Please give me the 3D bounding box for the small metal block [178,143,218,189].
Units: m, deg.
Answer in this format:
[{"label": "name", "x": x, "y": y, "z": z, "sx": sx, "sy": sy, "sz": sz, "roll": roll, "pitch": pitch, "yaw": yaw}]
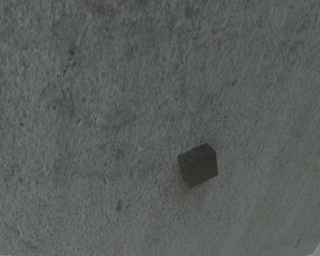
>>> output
[{"label": "small metal block", "x": 0.059, "y": 0.058, "z": 0.474, "sx": 0.050, "sy": 0.025, "sz": 0.050, "roll": -23, "pitch": 127, "yaw": -14}]
